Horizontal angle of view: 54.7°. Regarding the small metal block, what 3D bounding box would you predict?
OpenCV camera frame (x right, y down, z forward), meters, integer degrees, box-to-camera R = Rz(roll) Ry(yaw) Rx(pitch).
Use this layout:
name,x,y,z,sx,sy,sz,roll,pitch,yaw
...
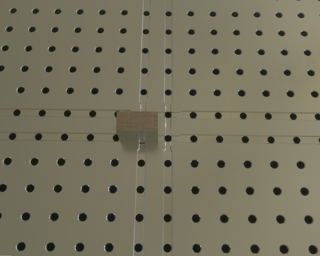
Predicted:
name,x,y,z,sx,sy,sz,roll,pitch,yaw
small metal block,-0.028,0.000,0.398,0.050,0.050,0.025,0,70,-1
